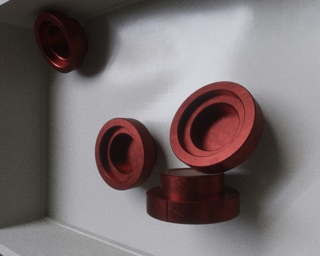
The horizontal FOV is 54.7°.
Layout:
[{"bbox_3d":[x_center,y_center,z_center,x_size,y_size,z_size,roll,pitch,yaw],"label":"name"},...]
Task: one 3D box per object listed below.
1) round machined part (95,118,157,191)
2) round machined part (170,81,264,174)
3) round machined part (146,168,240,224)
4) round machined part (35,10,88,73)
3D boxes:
[{"bbox_3d":[-0.043,0.035,0.432,0.098,0.042,0.097,0,90,40],"label":"round machined part"},{"bbox_3d":[0.062,0.003,0.328,0.098,0.042,0.098,-21,51,30],"label":"round machined part"},{"bbox_3d":[0.034,0.067,0.331,0.098,0.099,0.042,-1,90,40],"label":"round machined part"},{"bbox_3d":[-0.157,-0.143,0.508,0.098,0.042,0.097,23,132,29],"label":"round machined part"}]
